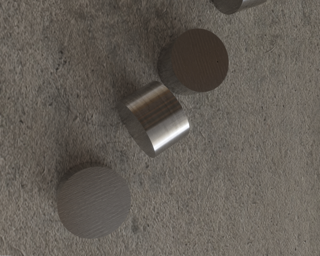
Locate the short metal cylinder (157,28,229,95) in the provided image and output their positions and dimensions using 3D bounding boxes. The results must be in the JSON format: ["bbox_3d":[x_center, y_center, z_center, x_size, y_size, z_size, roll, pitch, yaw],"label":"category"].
[{"bbox_3d":[0.043,-0.085,0.411,0.081,0.050,0.080,0,90,-20],"label":"short metal cylinder"}]

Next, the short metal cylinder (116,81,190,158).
[{"bbox_3d":[-0.009,-0.010,0.376,0.050,0.080,0.080,-34,101,-17],"label":"short metal cylinder"}]

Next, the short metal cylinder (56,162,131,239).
[{"bbox_3d":[-0.080,0.082,0.366,0.081,0.050,0.080,0,90,-20],"label":"short metal cylinder"}]

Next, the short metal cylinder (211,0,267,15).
[{"bbox_3d":[0.107,-0.201,0.419,0.050,0.080,0.080,-24,98,-18],"label":"short metal cylinder"}]
